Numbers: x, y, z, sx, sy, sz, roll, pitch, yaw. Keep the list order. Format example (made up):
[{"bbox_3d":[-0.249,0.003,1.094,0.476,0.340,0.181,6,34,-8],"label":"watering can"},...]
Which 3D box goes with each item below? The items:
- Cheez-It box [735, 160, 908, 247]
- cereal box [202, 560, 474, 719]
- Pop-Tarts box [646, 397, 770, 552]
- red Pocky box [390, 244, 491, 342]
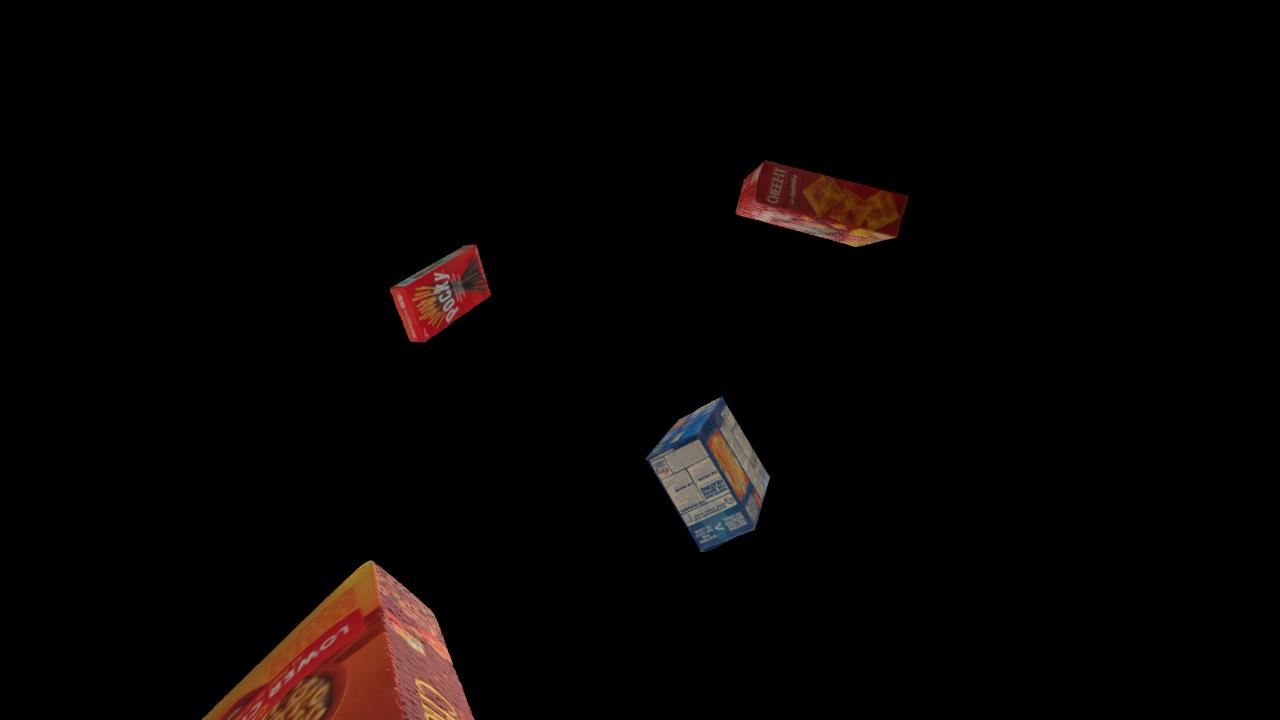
[{"bbox_3d":[0.275,-0.241,0.968,0.223,0.071,0.166,14,5,-2],"label":"Cheez-It box"},{"bbox_3d":[-0.172,0.240,0.289,0.203,0.081,0.306,-45,20,-17],"label":"cereal box"},{"bbox_3d":[0.098,0.147,0.831,0.083,0.141,0.167,-31,2,22],"label":"Pop-Tarts box"},{"bbox_3d":[-0.272,-0.095,0.859,0.028,0.083,0.155,6,33,26],"label":"red Pocky box"}]
